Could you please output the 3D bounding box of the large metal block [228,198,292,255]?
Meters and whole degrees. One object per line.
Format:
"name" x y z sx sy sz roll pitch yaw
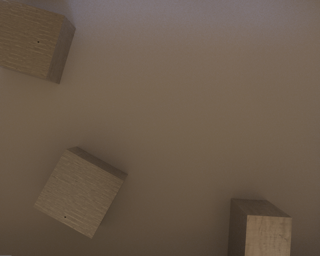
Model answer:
"large metal block" 0.120 0.138 0.385 0.050 0.080 0.080 4 90 0

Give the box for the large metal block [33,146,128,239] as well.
"large metal block" -0.098 0.079 0.398 0.080 0.050 0.080 29 90 0

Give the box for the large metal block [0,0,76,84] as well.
"large metal block" -0.165 -0.109 0.397 0.080 0.050 0.080 16 90 0
